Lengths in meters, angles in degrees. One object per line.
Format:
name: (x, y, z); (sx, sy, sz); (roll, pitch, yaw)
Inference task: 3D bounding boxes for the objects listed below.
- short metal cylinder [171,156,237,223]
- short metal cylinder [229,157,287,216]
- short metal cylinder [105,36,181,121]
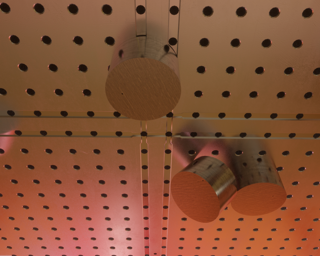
short metal cylinder: (0.062, 0.087, 0.443); (0.080, 0.050, 0.079); (20, 123, 34)
short metal cylinder: (0.145, 0.090, 0.473); (0.081, 0.050, 0.079); (0, 130, 0)
short metal cylinder: (-0.018, -0.055, 0.348); (0.081, 0.050, 0.079); (0, 130, 0)
